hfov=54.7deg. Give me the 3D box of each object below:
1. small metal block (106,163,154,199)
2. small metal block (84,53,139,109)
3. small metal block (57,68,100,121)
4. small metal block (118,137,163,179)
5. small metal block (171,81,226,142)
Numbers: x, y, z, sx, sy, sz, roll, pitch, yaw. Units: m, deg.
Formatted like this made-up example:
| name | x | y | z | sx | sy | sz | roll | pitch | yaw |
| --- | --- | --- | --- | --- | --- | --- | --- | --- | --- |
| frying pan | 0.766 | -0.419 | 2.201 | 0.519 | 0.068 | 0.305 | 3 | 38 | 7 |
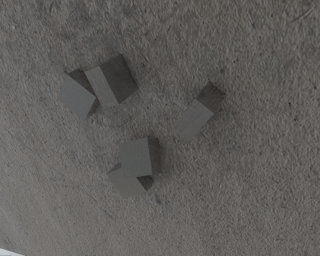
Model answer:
| name | x | y | z | sx | sy | sz | roll | pitch | yaw |
| --- | --- | --- | --- | --- | --- | --- | --- | --- | --- |
| small metal block | -0.046 | 0.077 | 0.479 | 0.050 | 0.025 | 0.050 | -26 | 105 | 37 |
| small metal block | -0.058 | -0.059 | 0.385 | 0.025 | 0.050 | 0.050 | -13 | 112 | 33 |
| small metal block | -0.111 | -0.047 | 0.436 | 0.050 | 0.025 | 0.050 | 39 | 129 | 2 |
| small metal block | -0.028 | 0.042 | 0.432 | 0.050 | 0.025 | 0.050 | -13 | 81 | 31 |
| small metal block | 0.045 | -0.019 | 0.355 | 0.025 | 0.050 | 0.050 | 39 | 129 | 2 |
